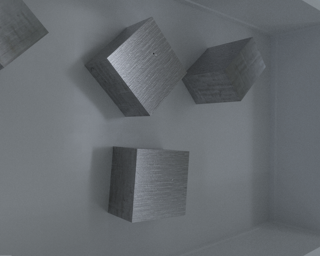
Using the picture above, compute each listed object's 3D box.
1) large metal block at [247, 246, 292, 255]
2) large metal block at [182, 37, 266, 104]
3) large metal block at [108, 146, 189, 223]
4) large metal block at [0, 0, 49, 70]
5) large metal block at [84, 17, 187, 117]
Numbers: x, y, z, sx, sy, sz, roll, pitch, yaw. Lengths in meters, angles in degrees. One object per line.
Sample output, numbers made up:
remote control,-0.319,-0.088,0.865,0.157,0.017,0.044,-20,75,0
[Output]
large metal block,0.194,0.269,0.556,0.081,0.050,0.079,-3,92,-40
large metal block,0.091,-0.080,0.447,0.080,0.080,0.050,-49,119,-29
large metal block,-0.013,0.065,0.380,0.081,0.050,0.080,6,86,-40
large metal block,-0.150,-0.082,0.239,0.080,0.080,0.050,53,46,-27
large metal block,-0.026,-0.070,0.368,0.080,0.050,0.080,-52,120,-27
